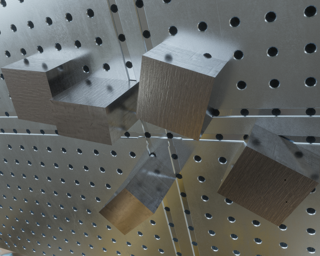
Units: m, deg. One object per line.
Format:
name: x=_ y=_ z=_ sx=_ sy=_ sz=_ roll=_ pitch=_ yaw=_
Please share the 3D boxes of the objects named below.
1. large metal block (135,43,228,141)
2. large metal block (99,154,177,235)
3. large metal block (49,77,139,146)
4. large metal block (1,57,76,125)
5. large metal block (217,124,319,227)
large metal block: x=0.023 y=-0.043 z=0.356 sx=0.080 sy=0.050 sz=0.079 roll=20 pitch=126 yaw=15
large metal block: x=-0.031 y=0.096 z=0.450 sx=0.050 sy=0.080 sz=0.080 roll=43 pitch=129 yaw=-1
large metal block: x=-0.078 y=-0.026 z=0.399 sx=0.080 sy=0.080 sz=0.050 roll=9 pitch=122 yaw=23
large metal block: x=-0.169 y=-0.054 z=0.448 sx=0.080 sy=0.050 sz=0.079 roll=9 pitch=122 yaw=23
large metal block: x=0.125 y=0.055 z=0.363 sx=0.080 sy=0.050 sz=0.079 roll=28 pitch=128 yaw=10
